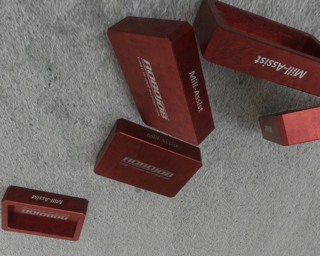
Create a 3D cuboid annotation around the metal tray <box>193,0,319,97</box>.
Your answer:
[{"bbox_3d":[0.102,-0.079,0.297,0.131,0.090,0.030,14,126,-12],"label":"metal tray"}]

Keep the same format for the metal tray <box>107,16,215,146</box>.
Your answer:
[{"bbox_3d":[0.004,-0.048,0.327,0.090,0.030,0.129,22,145,40],"label":"metal tray"}]

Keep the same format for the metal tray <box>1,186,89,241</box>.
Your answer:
[{"bbox_3d":[-0.196,0.148,0.527,0.131,0.030,0.089,14,129,-12],"label":"metal tray"}]

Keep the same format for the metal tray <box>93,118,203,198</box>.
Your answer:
[{"bbox_3d":[-0.017,0.047,0.444,0.131,0.030,0.089,21,127,-18],"label":"metal tray"}]

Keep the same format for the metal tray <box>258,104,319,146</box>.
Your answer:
[{"bbox_3d":[0.165,-0.008,0.340,0.090,0.130,0.030,-12,89,10],"label":"metal tray"}]
